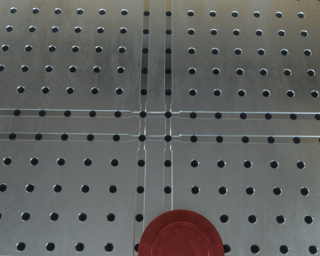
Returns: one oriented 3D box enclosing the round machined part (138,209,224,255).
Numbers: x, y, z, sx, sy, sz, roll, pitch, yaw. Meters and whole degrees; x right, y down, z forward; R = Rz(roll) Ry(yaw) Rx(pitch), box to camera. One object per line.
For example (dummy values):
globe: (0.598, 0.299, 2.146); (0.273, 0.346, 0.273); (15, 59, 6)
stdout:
round machined part: (0.024, 0.142, 0.351); (0.099, 0.042, 0.098); (0, 70, -1)
